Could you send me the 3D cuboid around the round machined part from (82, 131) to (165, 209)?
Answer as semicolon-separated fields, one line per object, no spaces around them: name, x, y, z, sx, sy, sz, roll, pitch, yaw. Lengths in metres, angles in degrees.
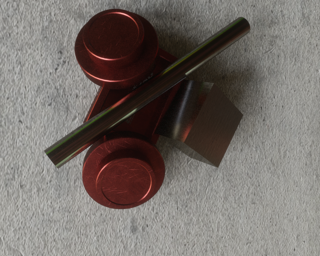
round machined part;-0.041;0.056;0.368;0.099;0.042;0.097;-4;111;-11

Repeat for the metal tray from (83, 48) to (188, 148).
metal tray;-0.029;-0.043;0.397;0.090;0.030;0.130;26;81;-18

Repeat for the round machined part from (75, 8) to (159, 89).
round machined part;-0.051;-0.098;0.361;0.099;0.042;0.098;0;71;1

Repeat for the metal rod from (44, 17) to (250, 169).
metal rod;-0.002;-0.052;0.378;0.301;0.025;0.025;-37;102;-16

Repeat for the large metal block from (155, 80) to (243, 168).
large metal block;0.053;-0.005;0.402;0.080;0.050;0.080;36;77;-41
